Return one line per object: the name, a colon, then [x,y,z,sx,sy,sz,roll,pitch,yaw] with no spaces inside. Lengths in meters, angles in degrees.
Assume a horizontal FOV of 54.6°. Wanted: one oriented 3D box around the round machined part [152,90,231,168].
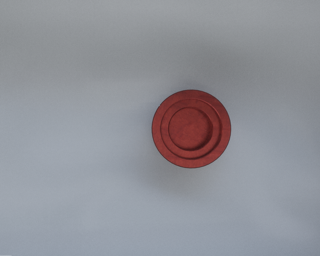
round machined part: [0.039,0.001,0.403,0.099,0.042,0.097,0,90,0]
